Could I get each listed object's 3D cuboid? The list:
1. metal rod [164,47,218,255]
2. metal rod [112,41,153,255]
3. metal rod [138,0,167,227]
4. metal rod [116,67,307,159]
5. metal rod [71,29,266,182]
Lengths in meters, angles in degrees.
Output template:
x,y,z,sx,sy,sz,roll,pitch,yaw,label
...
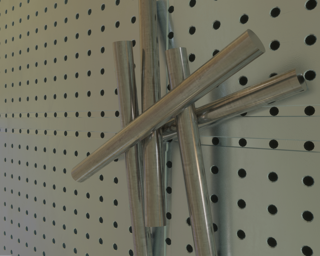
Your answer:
x,y,z,sx,sy,sz,roll,pitch,yaw,label
0.040,0.060,0.354,0.025,0.025,0.298,-7,92,40,metal rod
-0.034,0.039,0.409,0.025,0.025,0.298,1,100,40,metal rod
-0.011,-0.032,0.392,0.025,0.025,0.299,-13,73,39,metal rod
0.025,-0.003,0.389,0.299,0.025,0.025,-22,76,38,metal rod
-0.016,-0.005,0.354,0.299,0.025,0.025,-35,68,36,metal rod
